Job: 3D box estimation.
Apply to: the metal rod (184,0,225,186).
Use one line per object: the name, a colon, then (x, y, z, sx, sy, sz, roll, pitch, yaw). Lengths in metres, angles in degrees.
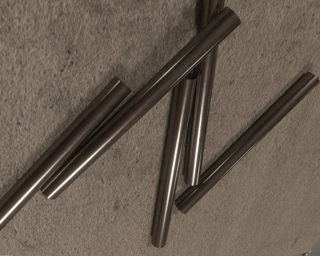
metal rod: (0.056, -0.046, 0.410, 0.025, 0.025, 0.298, -12, 124, -23)

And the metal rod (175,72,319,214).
metal rod: (0.138, 0.026, 0.500, 0.300, 0.025, 0.025, -45, 130, 3)

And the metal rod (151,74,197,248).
metal rod: (0.016, 0.065, 0.457, 0.025, 0.025, 0.298, -7, 122, -25)

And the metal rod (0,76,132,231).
metal rod: (-0.145, 0.057, 0.363, 0.300, 0.025, 0.025, -46, 130, 4)

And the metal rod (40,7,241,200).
metal rod: (-0.029, -0.023, 0.360, 0.300, 0.025, 0.025, -43, 130, 8)
